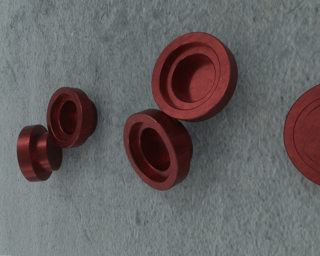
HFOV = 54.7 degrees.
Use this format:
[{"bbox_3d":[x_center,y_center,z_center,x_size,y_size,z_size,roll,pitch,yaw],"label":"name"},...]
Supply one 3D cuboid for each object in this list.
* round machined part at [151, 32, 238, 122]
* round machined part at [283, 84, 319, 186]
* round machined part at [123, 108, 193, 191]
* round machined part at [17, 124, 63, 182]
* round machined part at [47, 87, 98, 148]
[{"bbox_3d":[0.042,-0.054,0.352,0.098,0.042,0.097,-6,80,34],"label":"round machined part"},{"bbox_3d":[0.156,0.006,0.265,0.098,0.042,0.097,0,90,39],"label":"round machined part"},{"bbox_3d":[0.002,0.023,0.377,0.098,0.042,0.097,26,127,41],"label":"round machined part"},{"bbox_3d":[-0.201,0.042,0.532,0.042,0.098,0.097,-7,85,3],"label":"round machined part"},{"bbox_3d":[-0.140,-0.017,0.506,0.098,0.042,0.097,0,90,39],"label":"round machined part"}]
